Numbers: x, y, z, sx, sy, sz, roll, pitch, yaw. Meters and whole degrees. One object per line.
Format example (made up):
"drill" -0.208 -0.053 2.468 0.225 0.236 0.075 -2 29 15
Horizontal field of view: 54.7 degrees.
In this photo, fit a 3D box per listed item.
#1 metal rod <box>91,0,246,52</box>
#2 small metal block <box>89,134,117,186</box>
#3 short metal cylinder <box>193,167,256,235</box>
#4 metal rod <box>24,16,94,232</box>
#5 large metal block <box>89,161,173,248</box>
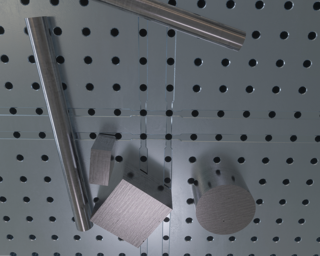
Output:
"metal rod" -0.045 -0.149 0.357 0.302 0.025 0.025 17 109 -7
"small metal block" -0.076 0.042 0.415 0.025 0.050 0.050 7 110 -3
"short metal cylinder" 0.088 0.102 0.439 0.081 0.050 0.079 0 110 0
"metal rod" -0.129 0.009 0.415 0.025 0.025 0.298 -6 110 2
"large metal block" -0.039 0.109 0.440 0.080 0.050 0.080 35 106 -12
